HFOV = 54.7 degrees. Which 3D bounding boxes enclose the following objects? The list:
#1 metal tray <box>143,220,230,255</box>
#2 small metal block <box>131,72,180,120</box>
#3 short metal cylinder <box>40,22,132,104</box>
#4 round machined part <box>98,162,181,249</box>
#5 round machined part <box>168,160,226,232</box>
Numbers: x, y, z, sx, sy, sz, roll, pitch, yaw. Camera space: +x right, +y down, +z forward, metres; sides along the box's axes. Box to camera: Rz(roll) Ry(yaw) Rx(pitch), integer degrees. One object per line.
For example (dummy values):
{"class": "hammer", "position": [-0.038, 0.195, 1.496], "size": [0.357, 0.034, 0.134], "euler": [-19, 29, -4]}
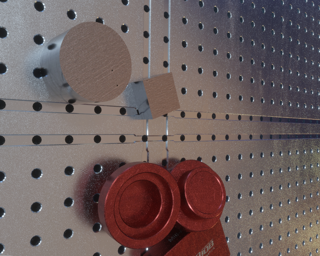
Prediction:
{"class": "metal tray", "position": [0.043, 0.185, 0.445], "size": [0.131, 0.030, 0.089], "euler": [-29, 109, -36]}
{"class": "small metal block", "position": [-0.005, -0.042, 0.407], "size": [0.050, 0.025, 0.050], "euler": [-24, 105, -38]}
{"class": "short metal cylinder", "position": [-0.078, -0.066, 0.329], "size": [0.081, 0.050, 0.079], "euler": [0, 90, -40]}
{"class": "round machined part", "position": [-0.027, 0.089, 0.371], "size": [0.099, 0.042, 0.097], "euler": [1, 88, -31]}
{"class": "round machined part", "position": [0.051, 0.091, 0.424], "size": [0.099, 0.042, 0.098], "euler": [12, 66, -28]}
